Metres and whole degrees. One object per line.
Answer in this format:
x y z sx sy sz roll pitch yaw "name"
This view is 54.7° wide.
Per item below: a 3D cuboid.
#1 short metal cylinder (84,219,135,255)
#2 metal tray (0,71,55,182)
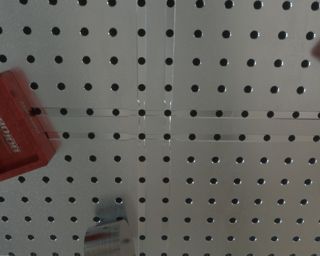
-0.071 0.179 0.449 0.050 0.080 0.080 -14 110 4 "short metal cylinder"
-0.211 0.001 0.408 0.090 0.030 0.129 -20 109 6 "metal tray"
